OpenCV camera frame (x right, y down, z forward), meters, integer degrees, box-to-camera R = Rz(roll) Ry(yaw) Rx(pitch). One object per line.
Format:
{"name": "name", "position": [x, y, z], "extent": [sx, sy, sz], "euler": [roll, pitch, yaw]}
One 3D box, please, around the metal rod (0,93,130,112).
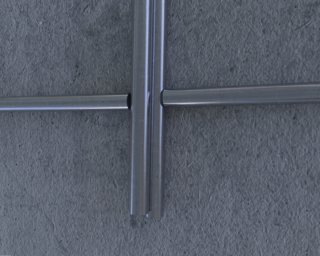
{"name": "metal rod", "position": [-0.182, -0.037, 0.472], "extent": [0.301, 0.025, 0.025], "euler": [1, 90, 19]}

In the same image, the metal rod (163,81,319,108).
{"name": "metal rod", "position": [0.150, -0.040, 0.357], "extent": [0.301, 0.025, 0.025], "euler": [0, 90, 19]}

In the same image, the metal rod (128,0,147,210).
{"name": "metal rod", "position": [-0.028, -0.039, 0.420], "extent": [0.025, 0.025, 0.298], "euler": [1, 90, 19]}

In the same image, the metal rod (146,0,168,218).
{"name": "metal rod", "position": [-0.004, -0.033, 0.412], "extent": [0.025, 0.025, 0.298], "euler": [1, 90, 19]}

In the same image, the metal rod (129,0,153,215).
{"name": "metal rod", "position": [-0.024, -0.041, 0.396], "extent": [0.025, 0.025, 0.298], "euler": [1, 90, 19]}
